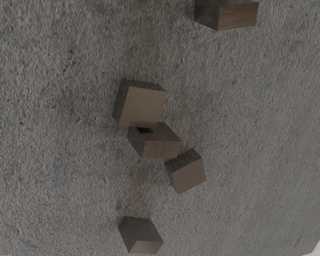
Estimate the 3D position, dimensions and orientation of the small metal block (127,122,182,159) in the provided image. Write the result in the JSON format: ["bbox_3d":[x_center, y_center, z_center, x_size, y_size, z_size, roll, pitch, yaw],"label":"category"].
[{"bbox_3d":[-0.008,0.015,0.395,0.050,0.050,0.025,2,117,-30],"label":"small metal block"}]

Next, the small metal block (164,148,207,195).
[{"bbox_3d":[0.039,0.067,0.469,0.050,0.025,0.050,-26,128,-13],"label":"small metal block"}]

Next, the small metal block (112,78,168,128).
[{"bbox_3d":[-0.025,-0.029,0.375,0.050,0.025,0.050,5,116,-31],"label":"small metal block"}]

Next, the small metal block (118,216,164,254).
[{"bbox_3d":[-0.030,0.165,0.476,0.050,0.050,0.025,19,108,-36],"label":"small metal block"}]

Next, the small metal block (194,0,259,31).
[{"bbox_3d":[0.073,-0.131,0.350,0.050,0.050,0.025,-14,124,-21],"label":"small metal block"}]
